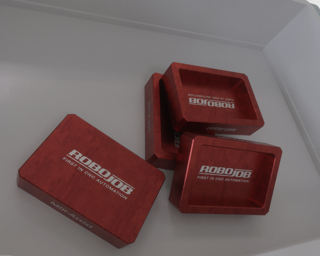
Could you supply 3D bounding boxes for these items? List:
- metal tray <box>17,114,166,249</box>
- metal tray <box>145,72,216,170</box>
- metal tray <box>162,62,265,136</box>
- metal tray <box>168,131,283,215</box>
[{"bbox_3d":[-0.069,0.055,0.332,0.130,0.030,0.090,34,51,-6],"label":"metal tray"},{"bbox_3d":[0.027,-0.007,0.420,0.091,0.030,0.130,12,57,-22],"label":"metal tray"},{"bbox_3d":[0.073,-0.038,0.425,0.131,0.030,0.090,3,60,-27],"label":"metal tray"},{"bbox_3d":[0.082,0.058,0.380,0.131,0.030,0.089,8,96,-24],"label":"metal tray"}]
